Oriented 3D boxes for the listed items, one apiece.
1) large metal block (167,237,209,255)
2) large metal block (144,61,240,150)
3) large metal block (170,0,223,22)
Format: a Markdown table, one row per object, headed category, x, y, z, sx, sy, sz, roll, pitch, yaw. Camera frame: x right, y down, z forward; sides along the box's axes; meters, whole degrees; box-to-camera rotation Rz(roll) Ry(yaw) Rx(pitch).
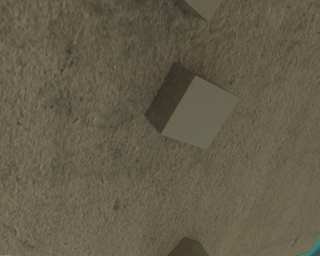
| category | x | y | z | sx | sy | sz | roll | pitch | yaw |
| --- | --- | --- | --- | --- | --- | --- | --- | --- | --- |
| large metal block | 0.053 | 0.263 | 0.565 | 0.050 | 0.080 | 0.080 | 34 | 99 | -39 |
| large metal block | 0.040 | -0.027 | 0.398 | 0.080 | 0.050 | 0.080 | 19 | 108 | -36 |
| large metal block | 0.033 | -0.167 | 0.307 | 0.080 | 0.050 | 0.080 | 26 | 104 | -38 |
